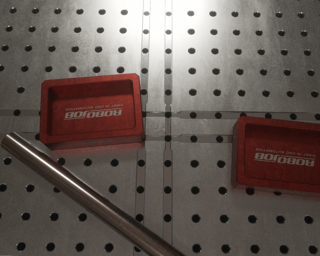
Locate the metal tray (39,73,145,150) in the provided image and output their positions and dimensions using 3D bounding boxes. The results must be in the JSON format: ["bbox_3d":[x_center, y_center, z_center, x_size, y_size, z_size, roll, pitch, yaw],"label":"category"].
[{"bbox_3d":[-0.090,-0.023,0.416,0.131,0.030,0.090,-5,70,-2],"label":"metal tray"}]

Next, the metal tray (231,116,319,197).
[{"bbox_3d":[0.161,0.037,0.397,0.131,0.030,0.090,6,70,2],"label":"metal tray"}]

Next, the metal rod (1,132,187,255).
[{"bbox_3d":[-0.072,0.096,0.375,0.301,0.025,0.025,33,73,11],"label":"metal rod"}]
